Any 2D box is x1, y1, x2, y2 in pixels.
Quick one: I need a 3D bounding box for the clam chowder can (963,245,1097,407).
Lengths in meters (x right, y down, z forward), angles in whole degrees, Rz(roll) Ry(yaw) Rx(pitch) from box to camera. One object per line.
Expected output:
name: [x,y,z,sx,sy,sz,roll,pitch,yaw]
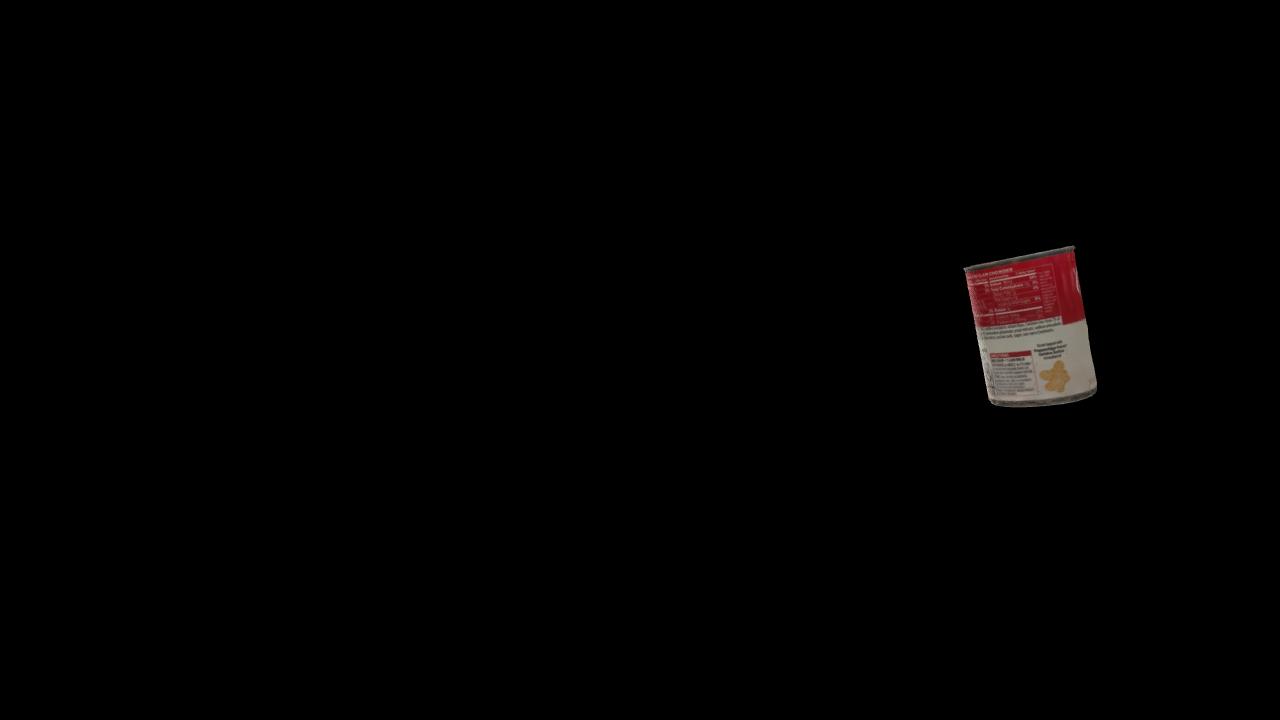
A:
clam chowder can: [0.275,-0.023,0.434,0.068,0.102,0.068,-11,2,0]
